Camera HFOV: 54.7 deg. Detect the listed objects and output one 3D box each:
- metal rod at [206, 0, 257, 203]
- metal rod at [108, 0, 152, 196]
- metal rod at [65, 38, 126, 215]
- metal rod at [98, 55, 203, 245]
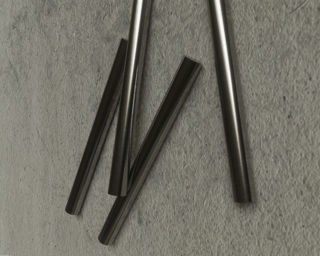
[{"bbox_3d":[0.074,-0.070,0.343,0.025,0.025,0.298,-11,83,39],"label":"metal rod"},{"bbox_3d":[-0.039,-0.059,0.419,0.025,0.025,0.298,7,89,40],"label":"metal rod"},{"bbox_3d":[-0.096,0.008,0.484,0.025,0.025,0.298,34,111,35],"label":"metal rod"},{"bbox_3d":[-0.021,0.044,0.422,0.025,0.025,0.298,39,114,33],"label":"metal rod"}]
